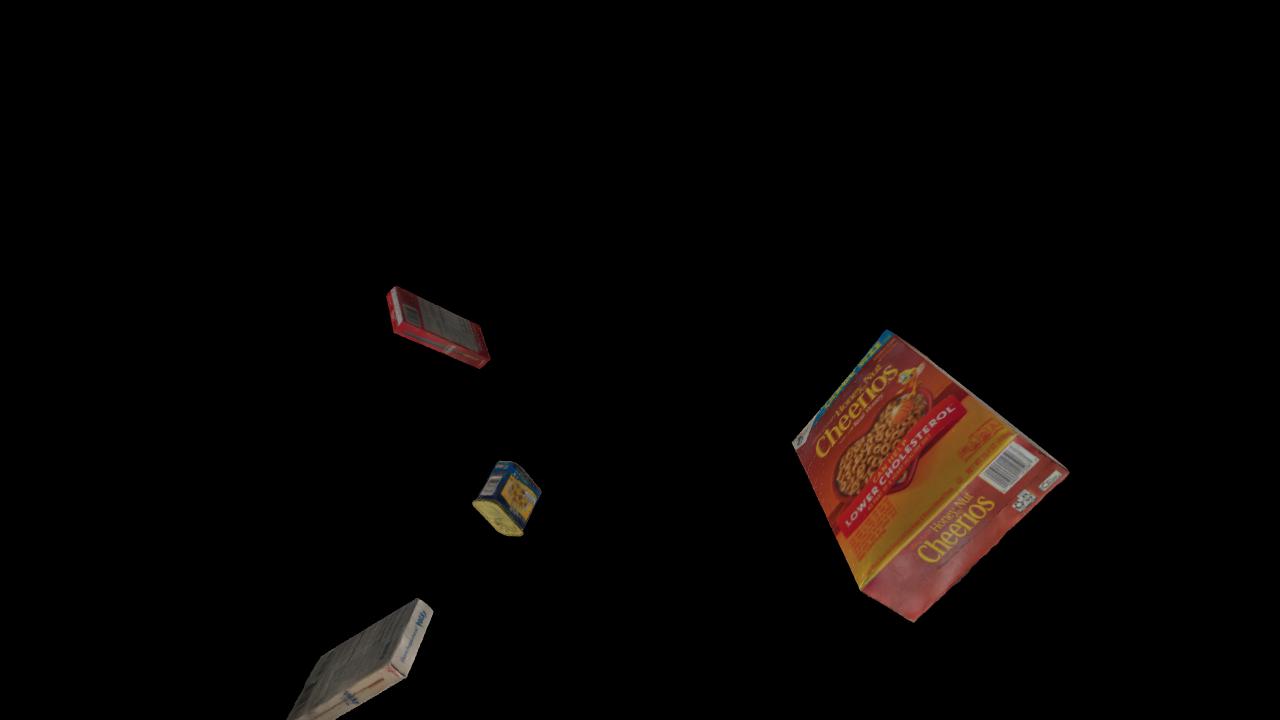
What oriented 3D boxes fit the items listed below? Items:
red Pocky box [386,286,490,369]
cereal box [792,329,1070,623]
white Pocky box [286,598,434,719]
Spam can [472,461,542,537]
[{"bbox_3d":[-0.295,-0.045,0.906,0.028,0.083,0.155,-43,-41,16],"label":"red Pocky box"},{"bbox_3d":[0.287,0.104,0.687,0.081,0.203,0.306,33,18,-11],"label":"cereal box"},{"bbox_3d":[-0.287,0.314,0.631,0.154,0.028,0.084,-34,20,14],"label":"white Pocky box"},{"bbox_3d":[-0.219,0.231,1.028,0.058,0.101,0.085,-6,41,30],"label":"Spam can"}]
